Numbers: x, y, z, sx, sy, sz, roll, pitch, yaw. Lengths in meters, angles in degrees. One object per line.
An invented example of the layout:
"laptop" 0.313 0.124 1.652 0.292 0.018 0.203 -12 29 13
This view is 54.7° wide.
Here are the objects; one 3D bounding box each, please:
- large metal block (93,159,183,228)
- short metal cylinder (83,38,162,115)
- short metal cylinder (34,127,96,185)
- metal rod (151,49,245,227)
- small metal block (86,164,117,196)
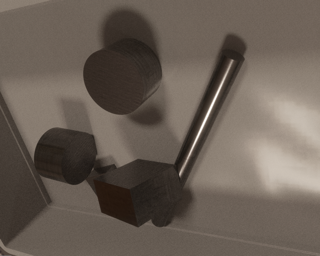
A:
"large metal block" -0.030 0.083 0.420 0.080 0.081 0.050 2 108 47
"short metal cylinder" -0.044 -0.063 0.376 0.080 0.050 0.079 13 124 20
"short metal cylinder" -0.142 0.042 0.472 0.050 0.080 0.079 9 122 23
"metal rod" 0.037 0.037 0.410 0.025 0.025 0.298 27 128 11
"small metal block" -0.086 0.091 0.508 0.050 0.025 0.050 -18 109 34
